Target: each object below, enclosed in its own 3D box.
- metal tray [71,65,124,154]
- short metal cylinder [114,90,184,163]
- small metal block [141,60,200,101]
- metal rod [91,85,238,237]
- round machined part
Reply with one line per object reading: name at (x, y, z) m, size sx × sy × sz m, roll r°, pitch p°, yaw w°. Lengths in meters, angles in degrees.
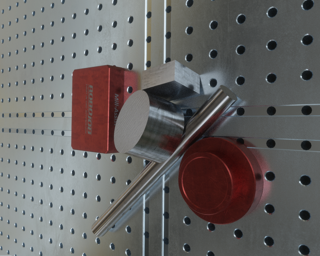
metal tray at (-0.099, -0.028, 0.485) m, size 0.090 × 0.030 × 0.129 m, roll 2°, pitch 91°, yaw 39°
short metal cylinder at (-0.015, -0.001, 0.385) m, size 0.080 × 0.050 × 0.080 m, roll -33°, pitch 47°, yaw 45°
small metal block at (0.013, -0.056, 0.377) m, size 0.050 × 0.050 × 0.025 m, roll -10°, pitch 71°, yaw 39°
metal rod at (-0.010, 0.060, 0.415) m, size 0.299 × 0.025 × 0.025 m, roll -49°, pitch 61°, yaw 28°
round machined part at (0.060, 0.059, 0.348) m, size 0.098 × 0.042 × 0.097 m, roll 0°, pitch 90°, yaw 39°
